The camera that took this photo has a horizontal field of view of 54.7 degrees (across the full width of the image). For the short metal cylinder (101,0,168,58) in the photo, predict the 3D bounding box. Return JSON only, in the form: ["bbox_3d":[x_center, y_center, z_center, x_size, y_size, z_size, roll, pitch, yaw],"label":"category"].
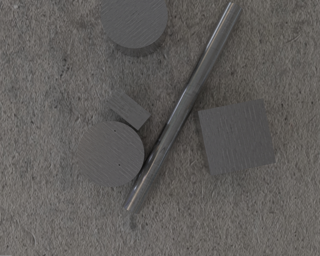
[{"bbox_3d":[-0.031,-0.136,0.397,0.081,0.050,0.079,0,90,0],"label":"short metal cylinder"}]

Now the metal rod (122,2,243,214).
[{"bbox_3d":[0.030,-0.026,0.410,0.025,0.025,0.299,27,90,0],"label":"metal rod"}]

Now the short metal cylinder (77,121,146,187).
[{"bbox_3d":[-0.059,0.031,0.397,0.081,0.050,0.079,0,90,0],"label":"short metal cylinder"}]

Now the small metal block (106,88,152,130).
[{"bbox_3d":[-0.038,-0.023,0.397,0.050,0.050,0.025,39,90,0],"label":"small metal block"}]

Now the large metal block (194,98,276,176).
[{"bbox_3d":[0.093,0.011,0.398,0.080,0.050,0.080,-11,90,0],"label":"large metal block"}]
